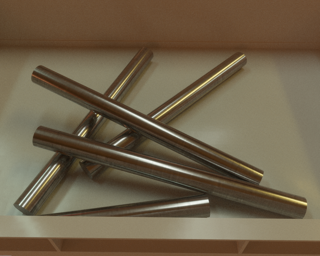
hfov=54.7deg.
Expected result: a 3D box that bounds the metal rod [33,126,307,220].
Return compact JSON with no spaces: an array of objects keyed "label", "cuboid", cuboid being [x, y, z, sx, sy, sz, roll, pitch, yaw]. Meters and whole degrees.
[{"label":"metal rod","cuboid":[0.007,0.048,0.343,0.301,0.025,0.025,15,51,4]}]

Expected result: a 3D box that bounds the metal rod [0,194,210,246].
[{"label":"metal rod","cuboid":[-0.099,0.100,0.320,0.302,0.025,0.025,-6,50,-5]}]

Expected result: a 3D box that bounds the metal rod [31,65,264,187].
[{"label":"metal rod","cuboid":[-0.021,-0.004,0.376,0.301,0.025,0.025,26,54,8]}]

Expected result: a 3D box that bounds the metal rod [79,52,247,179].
[{"label":"metal rod","cuboid":[0.021,-0.031,0.430,0.302,0.025,0.025,-37,59,-27]}]

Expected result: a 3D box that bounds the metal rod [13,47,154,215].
[{"label":"metal rod","cuboid":[-0.084,-0.017,0.418,0.025,0.025,0.301,19,52,15]}]
